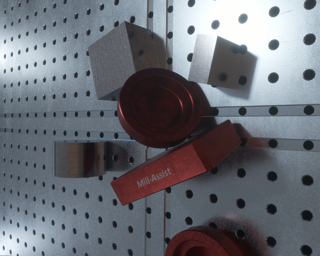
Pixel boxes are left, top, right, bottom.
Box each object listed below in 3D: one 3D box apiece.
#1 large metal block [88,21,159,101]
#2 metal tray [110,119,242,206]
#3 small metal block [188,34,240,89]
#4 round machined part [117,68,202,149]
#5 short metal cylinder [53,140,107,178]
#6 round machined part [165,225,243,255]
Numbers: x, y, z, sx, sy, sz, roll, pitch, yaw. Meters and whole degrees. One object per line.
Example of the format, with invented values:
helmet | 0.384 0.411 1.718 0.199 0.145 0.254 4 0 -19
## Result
large metal block | -0.050 -0.089 0.435 0.080 0.050 0.080 -21 77 38
metal tray | 0.017 0.039 0.349 0.130 0.091 0.030 -30 87 36
small metal block | 0.060 -0.073 0.343 0.025 0.050 0.050 18 102 38
round machined part | -0.003 -0.021 0.375 0.098 0.099 0.042 67 158 18
short metal cylinder | -0.123 0.045 0.475 0.080 0.081 0.050 1 91 40
round machined part | 0.056 0.160 0.352 0.098 0.042 0.097 0 90 40
